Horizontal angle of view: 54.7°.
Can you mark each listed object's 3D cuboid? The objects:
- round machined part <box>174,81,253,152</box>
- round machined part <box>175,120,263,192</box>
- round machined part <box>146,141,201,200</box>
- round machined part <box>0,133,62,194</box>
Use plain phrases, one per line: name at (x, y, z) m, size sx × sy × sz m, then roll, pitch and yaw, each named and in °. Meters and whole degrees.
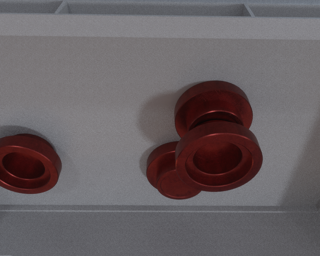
round machined part at (0.068, -0.007, 0.392) m, size 0.099 × 0.042 × 0.097 m, roll 0°, pitch 130°, yaw 0°
round machined part at (0.067, 0.029, 0.368) m, size 0.099 × 0.042 × 0.097 m, roll 0°, pitch 130°, yaw 0°
round machined part at (0.029, 0.069, 0.457) m, size 0.099 × 0.042 × 0.097 m, roll 0°, pitch 130°, yaw 0°
round machined part at (-0.188, 0.046, 0.435) m, size 0.099 × 0.042 × 0.097 m, roll 0°, pitch 130°, yaw 0°
